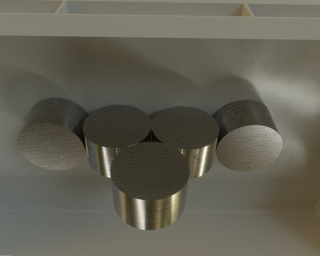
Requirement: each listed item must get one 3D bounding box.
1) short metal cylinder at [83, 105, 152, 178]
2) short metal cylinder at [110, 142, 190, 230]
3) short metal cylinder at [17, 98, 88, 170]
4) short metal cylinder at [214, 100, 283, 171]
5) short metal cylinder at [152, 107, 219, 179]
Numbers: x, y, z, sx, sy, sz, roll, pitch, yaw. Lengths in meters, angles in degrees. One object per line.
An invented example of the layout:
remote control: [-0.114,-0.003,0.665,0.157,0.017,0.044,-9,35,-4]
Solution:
short metal cylinder: [-0.051,0.015,0.383,0.081,0.080,0.050,1,130,-1]
short metal cylinder: [-0.011,0.060,0.331,0.081,0.080,0.050,1,130,-1]
short metal cylinder: [-0.132,0.009,0.396,0.081,0.050,0.079,0,130,0]
short metal cylinder: [0.110,0.011,0.401,0.081,0.050,0.079,0,130,0]
short metal cylinder: [0.030,0.017,0.385,0.081,0.080,0.050,1,130,-1]
